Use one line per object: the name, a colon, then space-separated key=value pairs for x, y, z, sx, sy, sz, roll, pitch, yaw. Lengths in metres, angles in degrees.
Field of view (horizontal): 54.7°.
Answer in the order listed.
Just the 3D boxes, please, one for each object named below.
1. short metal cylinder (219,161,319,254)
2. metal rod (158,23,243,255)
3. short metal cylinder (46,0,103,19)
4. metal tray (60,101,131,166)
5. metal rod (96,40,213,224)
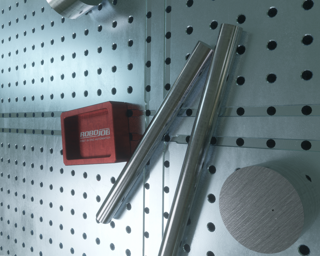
short metal cylinder: x=0.106 y=0.075 z=0.305 sx=0.080 sy=0.050 sz=0.079 roll=0 pitch=90 yaw=39
metal rod: x=0.044 y=0.030 z=0.371 sx=0.025 sy=0.025 sz=0.298 roll=23 pitch=104 yaw=37
short metal cylinder: x=-0.134 y=-0.219 z=0.481 sx=0.050 sy=0.081 sz=0.080 roll=-14 pitch=81 yaw=39
metal tray: x=-0.105 y=0.012 z=0.490 sx=0.130 sy=0.030 sz=0.089 roll=-8 pitch=85 yaw=39
metal rod: x=-0.016 y=0.021 z=0.420 sx=0.025 sy=0.025 sz=0.298 roll=46 pitch=117 yaw=30
